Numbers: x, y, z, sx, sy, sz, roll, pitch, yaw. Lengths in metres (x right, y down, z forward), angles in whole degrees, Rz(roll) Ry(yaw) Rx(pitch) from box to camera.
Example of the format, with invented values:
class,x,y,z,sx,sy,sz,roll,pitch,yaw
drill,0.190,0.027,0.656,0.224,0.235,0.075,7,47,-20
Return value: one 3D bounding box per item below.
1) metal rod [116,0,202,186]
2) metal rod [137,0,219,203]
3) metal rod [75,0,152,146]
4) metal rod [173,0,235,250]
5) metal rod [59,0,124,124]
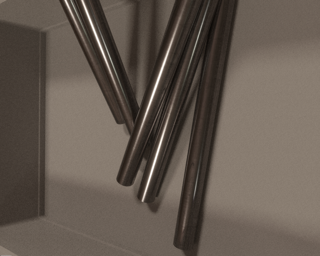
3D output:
class,x,y,z,sx,sy,sz,roll,pitch,yaw
metal rod,-0.001,-0.050,0.355,0.025,0.025,0.298,41,124,32
metal rod,0.021,-0.039,0.368,0.025,0.025,0.298,32,116,35
metal rod,-0.068,-0.105,0.364,0.025,0.025,0.298,3,123,40
metal rod,0.050,-0.002,0.363,0.025,0.025,0.298,14,99,39
metal rod,-0.098,-0.132,0.375,0.025,0.025,0.299,8,131,39
